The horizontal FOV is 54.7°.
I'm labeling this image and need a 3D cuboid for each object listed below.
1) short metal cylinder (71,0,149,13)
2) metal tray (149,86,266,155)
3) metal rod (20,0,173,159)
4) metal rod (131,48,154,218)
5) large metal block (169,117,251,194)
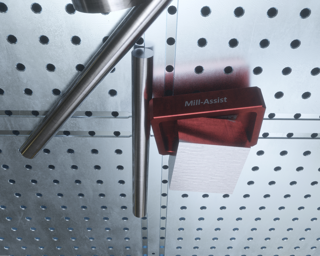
[{"bbox_3d":[-0.042,-0.136,0.259,0.080,0.080,0.050,-8,130,6],"label":"short metal cylinder"},{"bbox_3d":[0.058,-0.005,0.389,0.131,0.030,0.090,-6,146,4],"label":"metal tray"},{"bbox_3d":[-0.086,-0.053,0.364,0.025,0.025,0.299,34,122,-26],"label":"metal rod"},{"bbox_3d":[-0.027,0.031,0.437,0.025,0.025,0.298,2,130,-2],"label":"metal rod"},{"bbox_3d":[0.056,0.034,0.383,0.081,0.050,0.079,5,128,-5],"label":"large metal block"}]
